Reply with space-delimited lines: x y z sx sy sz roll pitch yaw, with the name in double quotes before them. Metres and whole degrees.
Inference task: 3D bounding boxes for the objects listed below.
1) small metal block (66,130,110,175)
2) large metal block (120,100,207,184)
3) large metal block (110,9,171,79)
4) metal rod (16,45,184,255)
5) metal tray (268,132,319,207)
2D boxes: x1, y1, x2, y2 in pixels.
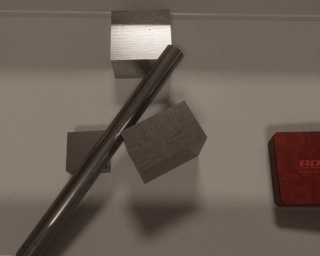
"small metal block" -0.091 0.032 0.397 0.050 0.025 0.050 -3 70 -2
"large metal block" 0.004 0.021 0.373 0.080 0.080 0.050 -27 73 -10
"large metal block" -0.026 -0.118 0.439 0.081 0.050 0.080 -2 70 -1
"metal rod" -0.065 0.025 0.369 0.025 0.025 0.300 33 81 11
"metal tray" 0.208 0.051 0.383 0.131 0.030 0.090 -1 70 6
